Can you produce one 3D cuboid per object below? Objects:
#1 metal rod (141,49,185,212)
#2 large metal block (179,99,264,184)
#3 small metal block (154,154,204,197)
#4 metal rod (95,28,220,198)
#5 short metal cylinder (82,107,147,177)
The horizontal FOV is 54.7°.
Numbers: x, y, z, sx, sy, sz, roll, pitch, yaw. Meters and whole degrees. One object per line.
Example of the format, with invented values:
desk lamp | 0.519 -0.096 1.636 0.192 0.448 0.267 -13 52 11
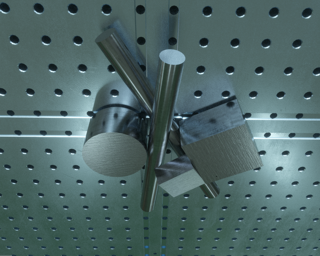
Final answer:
metal rod | -0.004 0.030 0.407 0.025 0.025 0.298 5 138 -4
large metal block | 0.080 0.020 0.407 0.080 0.050 0.080 -21 127 17
small metal block | 0.028 0.065 0.421 0.050 0.025 0.050 -27 141 11
metal rod | 0.013 0.003 0.409 0.025 0.025 0.300 -22 127 18
short metal cylinder | -0.057 0.019 0.406 0.081 0.050 0.079 -1 130 -1
